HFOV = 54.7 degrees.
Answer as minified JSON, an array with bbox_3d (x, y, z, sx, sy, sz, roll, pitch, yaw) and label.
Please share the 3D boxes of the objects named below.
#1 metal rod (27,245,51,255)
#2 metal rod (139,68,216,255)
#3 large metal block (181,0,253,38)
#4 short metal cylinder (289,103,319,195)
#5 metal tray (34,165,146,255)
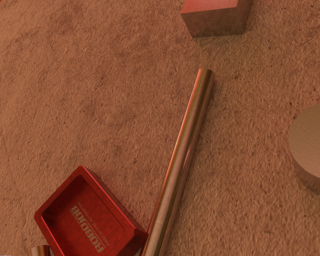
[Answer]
[{"bbox_3d":[-0.087,0.255,0.279,0.025,0.025,0.299,-31,56,8],"label":"metal rod"},{"bbox_3d":[0.017,0.059,0.357,0.025,0.025,0.300,5,64,30],"label":"metal rod"},{"bbox_3d":[0.086,-0.183,0.454,0.080,0.050,0.080,5,64,30],"label":"large metal block"},{"bbox_3d":[0.165,0.021,0.288,0.080,0.050,0.080,-13,56,20],"label":"short metal cylinder"},{"bbox_3d":[-0.087,0.117,0.372,0.090,0.030,0.130,-48,52,-6],"label":"metal tray"}]
